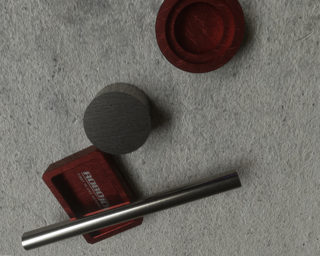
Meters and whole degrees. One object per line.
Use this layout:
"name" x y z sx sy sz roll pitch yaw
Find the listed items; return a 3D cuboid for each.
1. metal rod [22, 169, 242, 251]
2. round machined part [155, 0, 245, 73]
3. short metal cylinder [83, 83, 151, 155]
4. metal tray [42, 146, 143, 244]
"metal rod" -0.041 0.111 0.417 0.301 0.025 0.025 -18 109 4
"round machined part" 0.044 -0.116 0.359 0.099 0.042 0.097 0 110 -1
"short metal cylinder" -0.051 -0.013 0.391 0.081 0.050 0.079 0 110 -1
"metal tray" -0.091 0.095 0.440 0.090 0.030 0.130 -25 109 8
